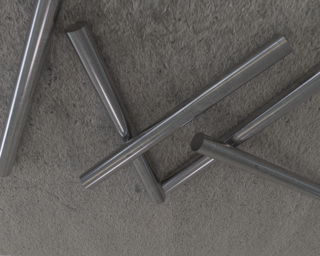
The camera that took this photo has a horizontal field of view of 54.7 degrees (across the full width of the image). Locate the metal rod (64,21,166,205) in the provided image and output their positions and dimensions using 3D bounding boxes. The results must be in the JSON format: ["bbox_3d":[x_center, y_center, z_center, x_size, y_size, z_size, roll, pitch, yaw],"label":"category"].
[{"bbox_3d":[-0.044,0.005,0.410,0.025,0.025,0.299,-13,129,10],"label":"metal rod"}]

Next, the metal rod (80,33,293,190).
[{"bbox_3d":[0.017,-0.009,0.376,0.300,0.025,0.025,-35,122,18],"label":"metal rod"}]

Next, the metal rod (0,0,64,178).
[{"bbox_3d":[-0.165,-0.038,0.372,0.025,0.025,0.298,21,127,-17],"label":"metal rod"}]

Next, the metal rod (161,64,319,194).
[{"bbox_3d":[0.110,0.006,0.412,0.025,0.025,0.299,34,122,-26],"label":"metal rod"}]

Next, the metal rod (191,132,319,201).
[{"bbox_3d":[0.171,0.068,0.445,0.302,0.025,0.025,22,127,-26],"label":"metal rod"}]
